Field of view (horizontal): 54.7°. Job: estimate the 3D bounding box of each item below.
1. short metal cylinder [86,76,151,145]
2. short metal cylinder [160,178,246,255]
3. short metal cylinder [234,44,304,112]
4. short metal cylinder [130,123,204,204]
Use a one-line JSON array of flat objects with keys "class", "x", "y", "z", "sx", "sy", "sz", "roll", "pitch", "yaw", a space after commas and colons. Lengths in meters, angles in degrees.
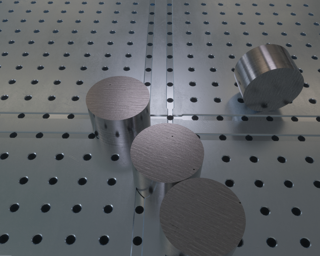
[{"class": "short metal cylinder", "x": -0.053, "y": -0.024, "z": 0.411, "sx": 0.081, "sy": 0.050, "sz": 0.080, "roll": 0, "pitch": 50, "yaw": 0}, {"class": "short metal cylinder", "x": 0.040, "y": 0.097, "z": 0.310, "sx": 0.081, "sy": 0.050, "sz": 0.080, "roll": 0, "pitch": 50, "yaw": 0}, {"class": "short metal cylinder", "x": 0.149, "y": -0.068, "z": 0.430, "sx": 0.081, "sy": 0.080, "sz": 0.050, "roll": -4, "pitch": 50, "yaw": -4}, {"class": "short metal cylinder", "x": 0.008, "y": 0.041, "z": 0.357, "sx": 0.081, "sy": 0.050, "sz": 0.080, "roll": 0, "pitch": 50, "yaw": 0}]
